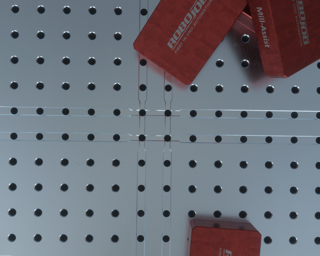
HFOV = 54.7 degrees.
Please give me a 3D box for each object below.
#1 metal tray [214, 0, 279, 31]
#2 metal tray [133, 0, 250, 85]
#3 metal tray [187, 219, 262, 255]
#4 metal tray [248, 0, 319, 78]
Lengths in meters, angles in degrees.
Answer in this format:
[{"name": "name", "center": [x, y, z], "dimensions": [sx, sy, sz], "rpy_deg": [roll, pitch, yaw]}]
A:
[{"name": "metal tray", "center": [0.138, -0.205, 0.412], "dimensions": [0.090, 0.030, 0.130], "rpy_deg": [33, 90, -1]}, {"name": "metal tray", "center": [0.038, -0.132, 0.395], "dimensions": [0.090, 0.030, 0.129], "rpy_deg": [35, 104, 0]}, {"name": "metal tray", "center": [0.081, 0.193, 0.412], "dimensions": [0.091, 0.030, 0.129], "rpy_deg": [5, 90, -1]}, {"name": "metal tray", "center": [0.157, -0.137, 0.376], "dimensions": [0.091, 0.030, 0.129], "rpy_deg": [-29, 112, -22]}]
